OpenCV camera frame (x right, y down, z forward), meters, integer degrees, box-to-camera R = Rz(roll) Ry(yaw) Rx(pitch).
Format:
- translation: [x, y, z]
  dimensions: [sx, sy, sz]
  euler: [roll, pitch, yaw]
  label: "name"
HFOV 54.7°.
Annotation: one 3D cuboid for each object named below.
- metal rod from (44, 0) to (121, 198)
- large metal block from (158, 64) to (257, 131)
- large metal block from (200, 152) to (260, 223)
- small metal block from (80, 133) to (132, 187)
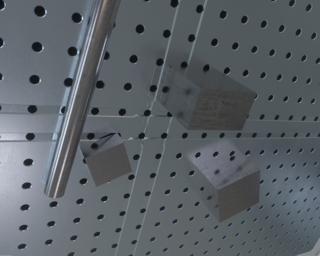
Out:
- translation: [-0.082, -0.050, 0.335]
  dimensions: [0.025, 0.025, 0.298]
  euler: [8, 115, -32]
  label: "metal rod"
- translation: [0.055, -0.038, 0.382]
  dimensions: [0.081, 0.080, 0.050]
  euler: [1, 118, -29]
  label: "large metal block"
- translation: [0.119, 0.100, 0.522]
  dimensions: [0.081, 0.050, 0.080]
  euler: [-22, 127, -15]
  label: "large metal block"
- translation: [-0.069, 0.041, 0.399]
  dimensions: [0.050, 0.025, 0.050]
  euler: [-22, 127, -15]
  label: "small metal block"
